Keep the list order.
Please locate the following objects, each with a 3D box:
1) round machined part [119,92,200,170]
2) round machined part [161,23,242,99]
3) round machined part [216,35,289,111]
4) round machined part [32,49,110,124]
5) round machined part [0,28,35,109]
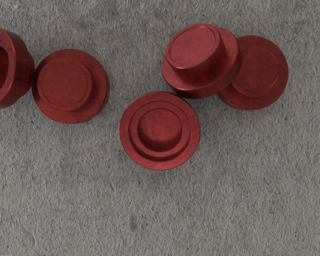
[{"bbox_3d":[0.000,0.001,0.395,0.099,0.042,0.097,0,101,2],"label":"round machined part"},{"bbox_3d":[0.046,-0.087,0.376,0.098,0.042,0.098,-14,56,21],"label":"round machined part"},{"bbox_3d":[0.118,-0.072,0.402,0.099,0.042,0.097,0,90,0],"label":"round machined part"},{"bbox_3d":[-0.117,-0.054,0.400,0.099,0.042,0.097,0,90,0],"label":"round machined part"},{"bbox_3d":[-0.197,-0.072,0.387,0.098,0.042,0.097,-1,88,26],"label":"round machined part"}]
